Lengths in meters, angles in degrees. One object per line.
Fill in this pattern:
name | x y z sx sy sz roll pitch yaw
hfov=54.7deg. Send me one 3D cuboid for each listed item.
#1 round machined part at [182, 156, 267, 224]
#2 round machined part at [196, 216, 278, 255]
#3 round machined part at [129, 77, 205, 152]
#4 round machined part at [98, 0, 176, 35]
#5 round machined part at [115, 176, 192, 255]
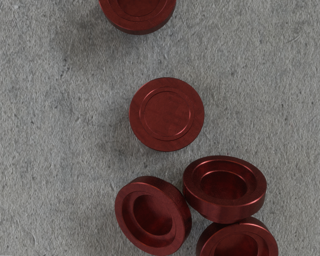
round machined part | 0.077 0.078 0.380 0.099 0.098 0.042 -1 119 0
round machined part | 0.094 0.152 0.394 0.099 0.042 0.097 -2 106 -5
round machined part | 0.009 -0.017 0.401 0.099 0.042 0.097 0 90 0
round machined part | -0.028 -0.168 0.401 0.099 0.042 0.097 0 90 0
round machined part | -0.005 0.104 0.386 0.098 0.042 0.097 10 111 28
